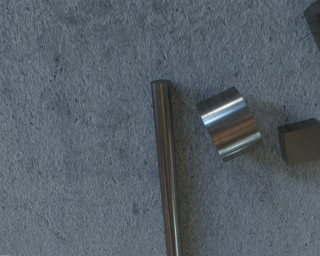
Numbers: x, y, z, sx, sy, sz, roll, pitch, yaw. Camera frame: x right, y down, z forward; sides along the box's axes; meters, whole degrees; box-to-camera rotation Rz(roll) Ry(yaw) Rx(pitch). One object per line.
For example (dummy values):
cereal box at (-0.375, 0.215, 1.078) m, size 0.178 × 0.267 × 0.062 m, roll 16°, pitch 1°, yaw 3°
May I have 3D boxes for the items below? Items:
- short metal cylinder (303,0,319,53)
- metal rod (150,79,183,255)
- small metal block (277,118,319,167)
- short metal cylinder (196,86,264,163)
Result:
short metal cylinder at (0.207, -0.122, 0.337) m, size 0.080 × 0.080 × 0.050 m, roll -30°, pitch 108°, yaw 10°
metal rod at (0.013, 0.081, 0.439) m, size 0.025 × 0.025 × 0.298 m, roll -5°, pitch 110°, yaw 1°
small metal block at (0.191, 0.019, 0.419) m, size 0.050 × 0.025 × 0.050 m, roll -14°, pitch 110°, yaw 5°
short metal cylinder at (0.084, -0.004, 0.380) m, size 0.050 × 0.080 × 0.080 m, roll -26°, pitch 108°, yaw 9°
